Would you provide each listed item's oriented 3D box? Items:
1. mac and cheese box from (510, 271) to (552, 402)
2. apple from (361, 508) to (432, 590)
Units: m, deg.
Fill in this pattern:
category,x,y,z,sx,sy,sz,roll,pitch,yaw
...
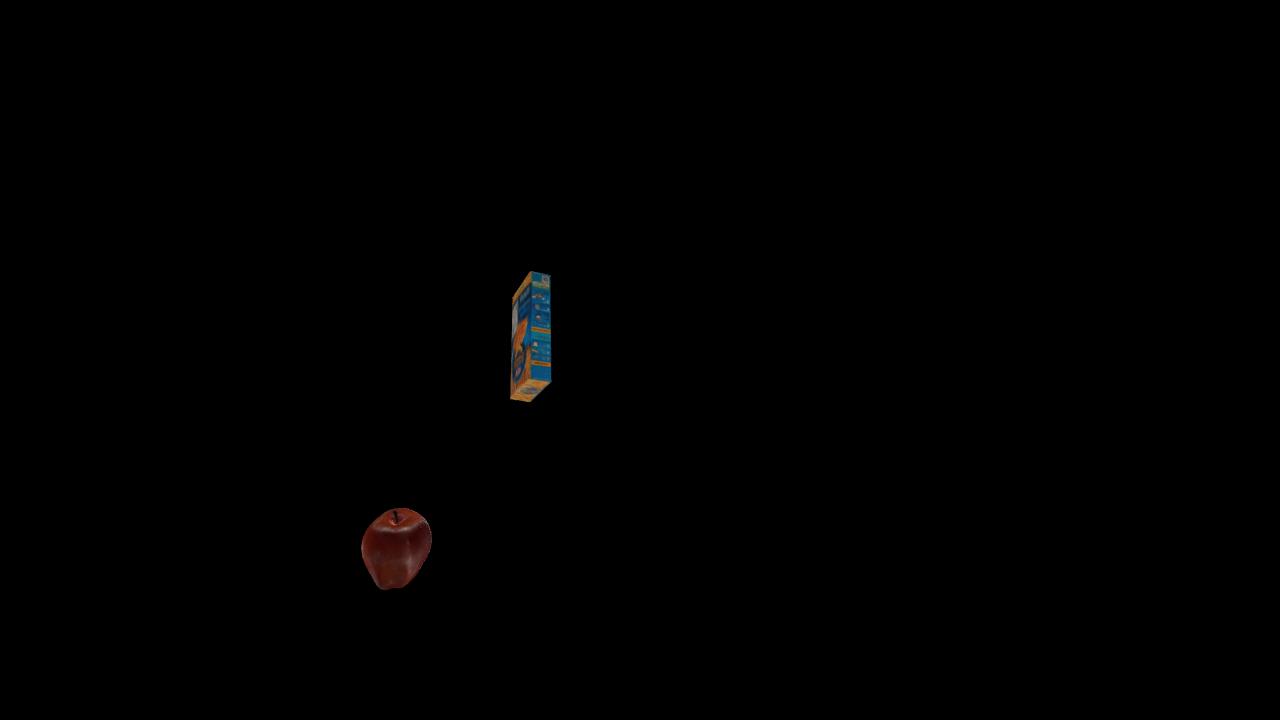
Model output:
category,x,y,z,sx,sy,sz,roll,pitch,yaw
mac and cheese box,-0.172,-0.037,0.968,0.041,0.184,0.093,10,-28,-29
apple,-0.289,0.222,0.731,0.079,0.093,0.079,6,11,-1
